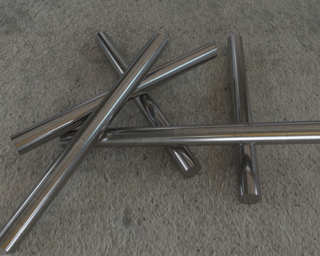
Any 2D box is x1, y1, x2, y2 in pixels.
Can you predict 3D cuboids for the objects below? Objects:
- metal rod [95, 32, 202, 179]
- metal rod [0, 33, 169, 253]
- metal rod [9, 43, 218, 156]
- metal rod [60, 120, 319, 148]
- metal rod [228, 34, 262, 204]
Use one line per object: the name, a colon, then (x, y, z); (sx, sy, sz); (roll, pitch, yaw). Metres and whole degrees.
metal rod: (-0.031, -0.051, 0.445); (0.025, 0.025, 0.300); (-22, 53, -17)
metal rod: (-0.076, 0.000, 0.358); (0.025, 0.025, 0.300); (26, 68, 20)
metal rod: (-0.043, -0.048, 0.409); (0.302, 0.025, 0.025); (-30, 56, -23)
metal rod: (0.027, 0.009, 0.359); (0.301, 0.025, 0.025); (-2, 49, 12)
metal rod: (0.113, -0.037, 0.434); (0.025, 0.025, 0.300); (4, 50, 4)
